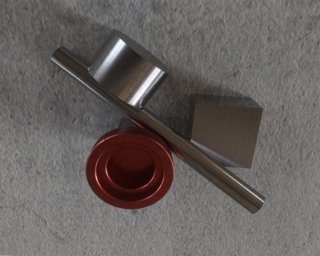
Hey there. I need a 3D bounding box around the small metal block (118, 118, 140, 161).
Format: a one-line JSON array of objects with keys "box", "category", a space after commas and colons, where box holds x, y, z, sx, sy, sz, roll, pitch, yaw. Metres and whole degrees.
[{"box": [-0.038, 0.016, 0.404, 0.025, 0.050, 0.050, -2, 110, 0], "category": "small metal block"}]

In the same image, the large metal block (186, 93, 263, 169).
[{"box": [0.078, 0.003, 0.400, 0.081, 0.050, 0.079, 4, 110, -2], "category": "large metal block"}]

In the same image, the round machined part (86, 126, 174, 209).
[{"box": [-0.034, 0.043, 0.365, 0.099, 0.042, 0.097, 0, 112, -1], "category": "round machined part"}]

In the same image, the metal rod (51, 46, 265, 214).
[{"box": [-0.004, 0.001, 0.372, 0.301, 0.025, 0.025, 37, 106, 2], "category": "metal rod"}]

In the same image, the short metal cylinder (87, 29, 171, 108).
[{"box": [-0.035, -0.068, 0.356, 0.080, 0.080, 0.050, 36, 106, -13], "category": "short metal cylinder"}]
